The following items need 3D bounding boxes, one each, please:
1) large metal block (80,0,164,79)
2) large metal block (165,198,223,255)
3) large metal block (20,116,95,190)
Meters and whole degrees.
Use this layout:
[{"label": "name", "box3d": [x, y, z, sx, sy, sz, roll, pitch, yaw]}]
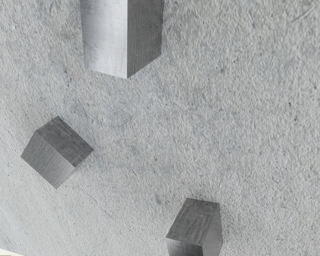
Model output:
[{"label": "large metal block", "box3d": [-0.036, -0.107, 0.324, 0.050, 0.080, 0.079, 17, 125, 18]}, {"label": "large metal block", "box3d": [0.053, 0.161, 0.443, 0.050, 0.080, 0.079, 4, 120, 26]}, {"label": "large metal block", "box3d": [-0.168, 0.041, 0.505, 0.080, 0.050, 0.080, 44, 129, -2]}]
